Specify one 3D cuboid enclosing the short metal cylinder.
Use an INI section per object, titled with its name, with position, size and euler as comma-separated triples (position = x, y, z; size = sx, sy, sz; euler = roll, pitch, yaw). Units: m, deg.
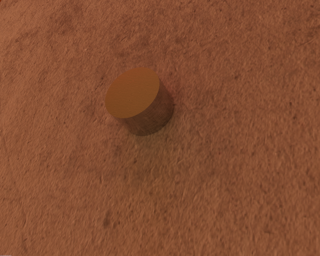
[short metal cylinder]
position = -0.027, -0.036, 0.422
size = 0.080, 0.050, 0.080
euler = -13, 56, 20
